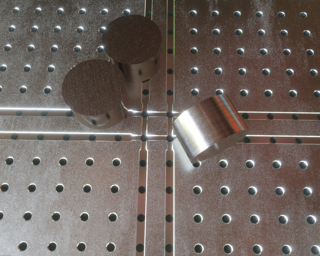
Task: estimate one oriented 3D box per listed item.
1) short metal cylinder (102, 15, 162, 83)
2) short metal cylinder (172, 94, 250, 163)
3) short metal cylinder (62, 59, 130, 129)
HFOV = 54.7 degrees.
[{"bbox_3d":[-0.037,-0.112,0.439,0.081,0.050,0.080,0,70,0],"label":"short metal cylinder"},{"bbox_3d":[0.062,0.002,0.382,0.080,0.080,0.050,-25,72,-9],"label":"short metal cylinder"},{"bbox_3d":[-0.083,-0.044,0.414,0.081,0.050,0.080,0,70,0],"label":"short metal cylinder"}]
